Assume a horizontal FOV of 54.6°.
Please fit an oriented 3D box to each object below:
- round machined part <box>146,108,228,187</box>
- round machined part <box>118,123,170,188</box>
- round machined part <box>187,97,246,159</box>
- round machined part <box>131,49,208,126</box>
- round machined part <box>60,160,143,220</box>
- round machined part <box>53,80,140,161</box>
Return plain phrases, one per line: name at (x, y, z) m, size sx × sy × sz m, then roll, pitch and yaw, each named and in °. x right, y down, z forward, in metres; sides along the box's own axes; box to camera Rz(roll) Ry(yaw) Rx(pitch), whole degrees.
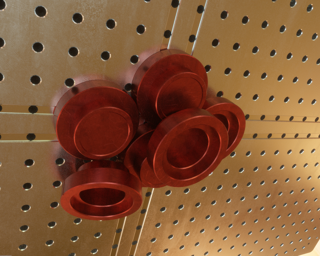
round machined part at (0.029, 0.020, 0.372) m, size 0.099 × 0.042 × 0.097 m, roll -14°, pitch 124°, yaw -21°
round machined part at (-0.004, 0.043, 0.423) m, size 0.099 × 0.042 × 0.097 m, roll -14°, pitch 124°, yaw -21°
round machined part at (0.067, 0.000, 0.436) m, size 0.099 × 0.042 × 0.097 m, roll -14°, pitch 124°, yaw -21°
round machined part at (0.018, -0.043, 0.382) m, size 0.099 × 0.042 × 0.097 m, roll -14°, pitch 124°, yaw -21°
round machined part at (-0.072, 0.076, 0.390) m, size 0.099 × 0.042 × 0.098 m, roll -4°, pitch 140°, yaw -3°
round machined part at (-0.069, -0.002, 0.360) m, size 0.099 × 0.042 × 0.097 m, roll -14°, pitch 124°, yaw -21°
